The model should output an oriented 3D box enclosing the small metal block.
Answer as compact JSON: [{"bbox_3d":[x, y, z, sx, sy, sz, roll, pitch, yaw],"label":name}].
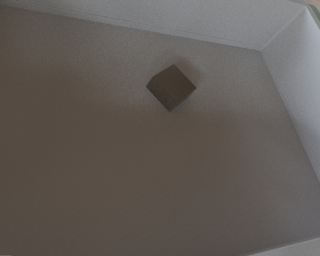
[{"bbox_3d":[0.017,-0.059,0.453,0.050,0.025,0.050,48,51,5],"label":"small metal block"}]
